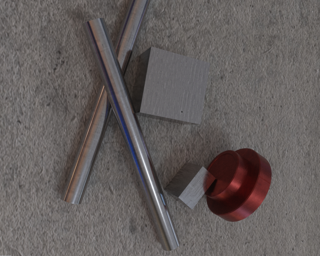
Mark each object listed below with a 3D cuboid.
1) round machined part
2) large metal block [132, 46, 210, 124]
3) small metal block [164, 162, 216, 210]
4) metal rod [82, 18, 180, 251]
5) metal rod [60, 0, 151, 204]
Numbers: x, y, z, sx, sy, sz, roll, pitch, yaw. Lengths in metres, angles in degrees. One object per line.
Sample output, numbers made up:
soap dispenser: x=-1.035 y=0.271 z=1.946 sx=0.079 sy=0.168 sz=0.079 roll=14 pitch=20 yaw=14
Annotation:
round machined part: x=0.093 y=0.068 z=0.406 sx=0.042 sy=0.098 sz=0.098 roll=33 pitch=79 yaw=-17
large metal block: x=0.012 y=-0.051 z=0.401 sx=0.081 sy=0.050 sz=0.080 roll=11 pitch=86 yaw=-20
small metal block: x=0.038 y=0.075 z=0.411 sx=0.025 sy=0.050 sz=0.050 roll=44 pitch=76 yaw=-15
metal rod: x=-0.030 y=0.019 z=0.380 sx=0.025 sy=0.025 sz=0.298 roll=-23 pitch=105 yaw=-19
metal rod: x=-0.061 y=-0.054 z=0.386 sx=0.025 sy=0.025 sz=0.299 roll=20 pitch=83 yaw=-19
